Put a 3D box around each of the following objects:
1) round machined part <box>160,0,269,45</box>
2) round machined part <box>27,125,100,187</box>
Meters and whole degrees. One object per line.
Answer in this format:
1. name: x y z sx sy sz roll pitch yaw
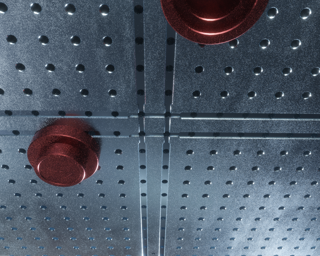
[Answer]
1. round machined part: 0.049 -0.132 0.289 0.099 0.042 0.097 -1 130 0
2. round machined part: -0.137 0.046 0.438 0.099 0.042 0.097 -1 130 0
